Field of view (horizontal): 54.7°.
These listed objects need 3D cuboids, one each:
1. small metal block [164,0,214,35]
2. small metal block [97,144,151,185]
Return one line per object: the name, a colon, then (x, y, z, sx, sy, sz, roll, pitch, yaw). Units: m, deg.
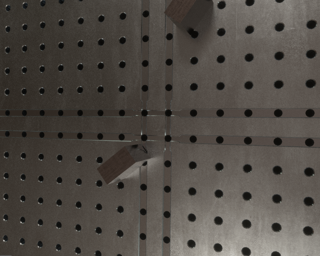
small metal block: (0.037, -0.150, 0.386, 0.025, 0.050, 0.050, 39, 102, 15)
small metal block: (-0.047, 0.047, 0.415, 0.050, 0.050, 0.025, -39, 78, 15)
